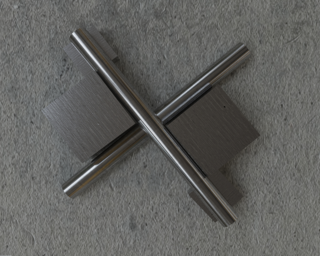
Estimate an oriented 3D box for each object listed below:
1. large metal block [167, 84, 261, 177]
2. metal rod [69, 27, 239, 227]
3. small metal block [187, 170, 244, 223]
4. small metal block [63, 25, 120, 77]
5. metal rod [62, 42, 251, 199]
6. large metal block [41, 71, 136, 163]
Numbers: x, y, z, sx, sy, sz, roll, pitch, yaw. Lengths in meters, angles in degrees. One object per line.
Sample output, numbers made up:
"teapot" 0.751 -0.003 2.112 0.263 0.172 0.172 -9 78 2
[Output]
"large metal block" 0.065 0.003 0.399 0.080 0.050 0.080 -39 90 0
"metal rod" -0.007 -0.001 0.385 0.025 0.025 0.300 -39 90 0
"small metal block" 0.073 0.087 0.412 0.050 0.025 0.050 -43 90 0
"small metal block" -0.090 -0.098 0.411 0.050 0.025 0.050 -37 90 0
"metal rod" -0.004 -0.010 0.412 0.300 0.025 0.025 -39 90 0
"large metal block" -0.086 -0.013 0.396 0.080 0.050 0.080 -37 90 0
